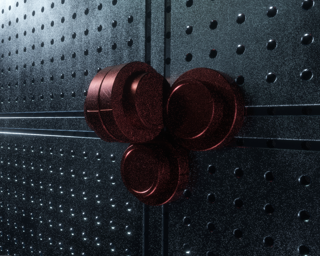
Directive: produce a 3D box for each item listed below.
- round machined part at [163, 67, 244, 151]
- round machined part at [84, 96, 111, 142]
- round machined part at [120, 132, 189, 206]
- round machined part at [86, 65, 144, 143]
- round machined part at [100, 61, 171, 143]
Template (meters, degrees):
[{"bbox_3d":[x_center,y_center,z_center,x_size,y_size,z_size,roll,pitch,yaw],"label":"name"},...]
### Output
[{"bbox_3d":[0.043,-0.022,0.360,0.098,0.042,0.097,0,90,39],"label":"round machined part"},{"bbox_3d":[-0.075,-0.027,0.457,0.098,0.042,0.097,0,90,39],"label":"round machined part"},{"bbox_3d":[-0.014,0.054,0.407,0.098,0.042,0.097,0,90,39],"label":"round machined part"},{"bbox_3d":[-0.054,-0.030,0.396,0.042,0.099,0.097,2,91,40],"label":"round machined part"},{"bbox_3d":[-0.020,-0.031,0.369,0.042,0.099,0.097,-1,90,40],"label":"round machined part"}]
